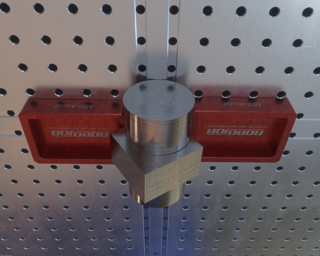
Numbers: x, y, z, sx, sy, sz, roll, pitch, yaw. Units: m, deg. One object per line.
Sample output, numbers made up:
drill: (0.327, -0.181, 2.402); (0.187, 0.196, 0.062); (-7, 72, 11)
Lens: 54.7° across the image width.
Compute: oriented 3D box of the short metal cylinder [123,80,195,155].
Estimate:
short metal cylinder: (-0.002, -0.014, 0.363); (0.081, 0.080, 0.050); (1, 130, -1)

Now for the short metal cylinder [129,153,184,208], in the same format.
short metal cylinder: (-0.004, 0.062, 0.428); (0.081, 0.080, 0.050); (1, 130, -1)

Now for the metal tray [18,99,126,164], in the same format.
metal tray: (-0.107, 0.007, 0.413); (0.131, 0.030, 0.089); (1, 130, -1)

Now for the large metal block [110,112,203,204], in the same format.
large metal block: (-0.006, 0.033, 0.384); (0.081, 0.080, 0.050); (-22, 136, -27)

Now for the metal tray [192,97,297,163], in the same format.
metal tray: (0.102, 0.005, 0.413); (0.131, 0.030, 0.089); (1, 130, -1)
